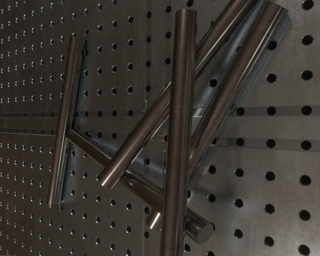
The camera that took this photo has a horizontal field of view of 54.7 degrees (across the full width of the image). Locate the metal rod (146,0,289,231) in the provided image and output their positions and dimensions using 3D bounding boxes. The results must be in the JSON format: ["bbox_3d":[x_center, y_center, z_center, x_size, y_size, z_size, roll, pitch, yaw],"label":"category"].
[{"bbox_3d":[0.055,0.003,0.362,0.025,0.025,0.298,40,114,32],"label":"metal rod"}]

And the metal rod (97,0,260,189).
[{"bbox_3d":[0.018,-0.043,0.363,0.299,0.025,0.025,-52,60,16],"label":"metal rod"}]

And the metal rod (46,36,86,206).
[{"bbox_3d":[-0.167,-0.008,0.543,0.025,0.025,0.298,18,102,38],"label":"metal rod"}]

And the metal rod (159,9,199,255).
[{"bbox_3d":[0.019,0.026,0.324,0.025,0.025,0.298,1,85,39],"label":"metal rod"}]

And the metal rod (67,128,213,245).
[{"bbox_3d":[-0.050,0.062,0.425,0.300,0.025,0.025,27,107,43],"label":"metal rod"}]
